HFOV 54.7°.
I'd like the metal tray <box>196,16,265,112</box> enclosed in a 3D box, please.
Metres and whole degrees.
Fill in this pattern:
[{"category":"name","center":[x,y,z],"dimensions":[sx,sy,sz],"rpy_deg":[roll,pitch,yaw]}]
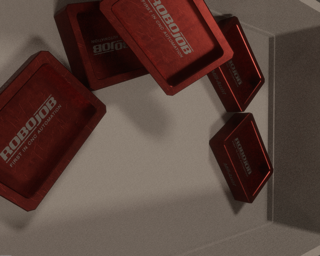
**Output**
[{"category":"metal tray","center":[0.117,-0.101,0.504],"dimensions":[0.090,0.030,0.130],"rpy_deg":[-49,119,-29]}]

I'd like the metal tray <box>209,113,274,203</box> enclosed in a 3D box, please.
[{"category":"metal tray","center":[0.142,0.050,0.525],"dimensions":[0.090,0.030,0.130],"rpy_deg":[-42,116,-32]}]

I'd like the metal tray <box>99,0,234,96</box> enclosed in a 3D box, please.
[{"category":"metal tray","center":[0.010,-0.108,0.336],"dimensions":[0.130,0.090,0.030],"rpy_deg":[49,18,-29]}]

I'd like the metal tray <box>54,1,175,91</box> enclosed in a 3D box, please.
[{"category":"metal tray","center":[-0.046,-0.102,0.366],"dimensions":[0.131,0.030,0.089],"rpy_deg":[-25,106,-37]}]

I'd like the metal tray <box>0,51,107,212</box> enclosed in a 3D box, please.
[{"category":"metal tray","center":[-0.123,0.001,0.300],"dimensions":[0.090,0.030,0.130],"rpy_deg":[47,62,-30]}]
